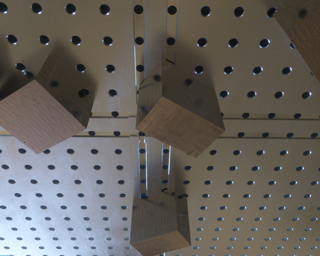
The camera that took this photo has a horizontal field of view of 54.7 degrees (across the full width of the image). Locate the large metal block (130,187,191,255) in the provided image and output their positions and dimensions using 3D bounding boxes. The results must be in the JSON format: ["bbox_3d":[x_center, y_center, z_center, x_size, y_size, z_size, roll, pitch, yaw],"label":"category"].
[{"bbox_3d":[0.001,0.154,0.507,0.080,0.080,0.050,-21,127,17],"label":"large metal block"}]

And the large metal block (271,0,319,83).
[{"bbox_3d":[0.174,-0.103,0.310,0.080,0.050,0.080,-35,123,25],"label":"large metal block"}]

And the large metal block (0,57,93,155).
[{"bbox_3d":[-0.142,-0.024,0.372,0.080,0.050,0.080,-26,126,20],"label":"large metal block"}]

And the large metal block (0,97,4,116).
[{"bbox_3d":[-0.240,-0.041,0.357,0.081,0.050,0.079,4,130,-4],"label":"large metal block"}]

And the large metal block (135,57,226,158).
[{"bbox_3d":[0.022,-0.024,0.356,0.080,0.080,0.050,27,125,-21],"label":"large metal block"}]
